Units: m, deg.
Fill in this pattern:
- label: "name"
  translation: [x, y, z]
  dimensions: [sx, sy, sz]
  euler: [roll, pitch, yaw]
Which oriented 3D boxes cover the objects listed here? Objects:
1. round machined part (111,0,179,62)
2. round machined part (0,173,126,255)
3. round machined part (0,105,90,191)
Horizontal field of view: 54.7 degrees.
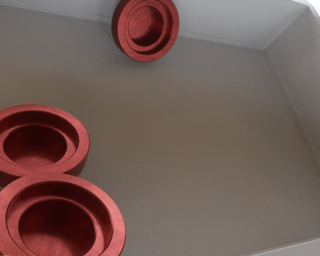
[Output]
- label: "round machined part"
  translation: [-0.025, -0.149, 0.448]
  dimensions: [0.099, 0.097, 0.042]
  euler: [-6, 30, -31]
- label: "round machined part"
  translation: [-0.079, 0.083, 0.235]
  dimensions: [0.099, 0.042, 0.098]
  euler: [23, 26, -12]
- label: "round machined part"
  translation: [-0.122, 0.024, 0.303]
  dimensions: [0.099, 0.042, 0.098]
  euler: [14, 39, -11]
